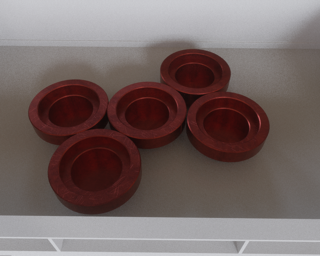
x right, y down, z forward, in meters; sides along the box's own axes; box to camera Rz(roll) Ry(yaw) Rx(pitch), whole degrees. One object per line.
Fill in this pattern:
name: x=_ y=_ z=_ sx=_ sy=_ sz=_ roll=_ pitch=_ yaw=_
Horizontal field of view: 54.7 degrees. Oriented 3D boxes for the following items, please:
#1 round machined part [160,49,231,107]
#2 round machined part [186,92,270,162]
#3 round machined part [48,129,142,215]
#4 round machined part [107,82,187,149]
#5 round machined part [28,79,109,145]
round machined part: x=0.050 y=-0.068 z=0.448 sx=0.099 sy=0.042 sz=0.098 roll=0 pitch=50 yaw=0
round machined part: x=0.082 y=0.003 z=0.389 sx=0.099 sy=0.042 sz=0.098 roll=0 pitch=50 yaw=0
round machined part: x=-0.069 y=0.051 z=0.346 sx=0.099 sy=0.042 sz=0.098 roll=0 pitch=50 yaw=0
round machined part: x=-0.016 y=-0.012 z=0.399 sx=0.099 sy=0.042 sz=0.098 roll=0 pitch=50 yaw=0
round machined part: x=-0.114 y=-0.016 z=0.403 sx=0.099 sy=0.042 sz=0.098 roll=0 pitch=50 yaw=0
